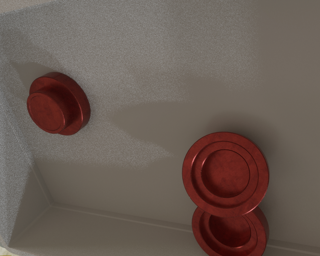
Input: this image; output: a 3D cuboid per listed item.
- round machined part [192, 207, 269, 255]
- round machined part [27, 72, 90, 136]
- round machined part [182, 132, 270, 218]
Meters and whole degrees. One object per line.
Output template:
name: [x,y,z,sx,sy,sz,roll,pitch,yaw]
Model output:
round machined part: [0.096,0.130,0.417,0.098,0.042,0.097,8,107,27]
round machined part: [-0.157,-0.030,0.462,0.098,0.042,0.097,13,124,21]
round machined part: [0.079,0.053,0.371,0.098,0.042,0.097,-1,88,21]
